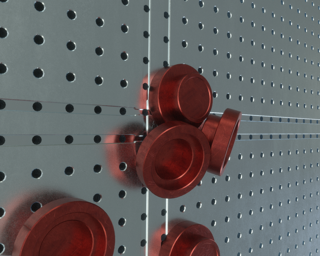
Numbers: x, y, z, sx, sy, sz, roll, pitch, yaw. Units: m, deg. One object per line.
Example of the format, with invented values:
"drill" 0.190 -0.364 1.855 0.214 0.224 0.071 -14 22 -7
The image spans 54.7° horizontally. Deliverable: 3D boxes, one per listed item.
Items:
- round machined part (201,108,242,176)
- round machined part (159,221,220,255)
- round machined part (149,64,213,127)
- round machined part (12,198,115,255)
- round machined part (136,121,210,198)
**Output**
"round machined part" 0.084 0.017 0.451 0.098 0.042 0.097 17 91 -73
"round machined part" 0.048 0.187 0.442 0.099 0.042 0.097 0 90 -40
"round machined part" 0.036 -0.040 0.430 0.099 0.042 0.097 0 90 -40
"round machined part" -0.099 0.120 0.317 0.099 0.042 0.097 0 90 -40
"round machined part" 0.013 0.037 0.399 0.099 0.042 0.097 -10 110 -28
